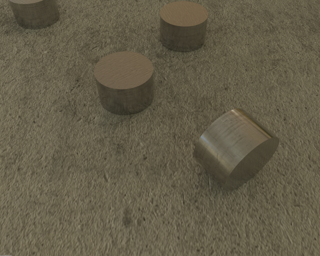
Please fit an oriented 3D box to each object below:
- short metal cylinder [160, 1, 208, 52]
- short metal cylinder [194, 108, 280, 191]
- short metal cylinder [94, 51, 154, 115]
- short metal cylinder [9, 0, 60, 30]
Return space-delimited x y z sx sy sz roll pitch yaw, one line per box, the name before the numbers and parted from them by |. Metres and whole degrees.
short metal cylinder | 0.040 -0.175 0.534 0.080 0.050 0.080 0 50 0
short metal cylinder | 0.085 0.025 0.347 0.081 0.080 0.050 -28 56 -22
short metal cylinder | -0.049 -0.064 0.441 0.080 0.050 0.080 0 50 0
short metal cylinder | -0.234 -0.228 0.577 0.080 0.050 0.080 0 50 0
